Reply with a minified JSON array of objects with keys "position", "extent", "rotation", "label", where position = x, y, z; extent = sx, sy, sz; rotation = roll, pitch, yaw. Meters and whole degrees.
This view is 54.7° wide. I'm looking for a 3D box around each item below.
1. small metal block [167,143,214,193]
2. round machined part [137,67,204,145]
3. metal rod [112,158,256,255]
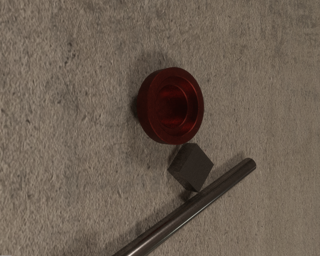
[{"position":[0.045,0.057,0.445],"extent":[0.050,0.025,0.050],"rotation":[49,61,-29],"label":"small metal block"},{"position":[0.009,-0.027,0.403],"extent":[0.099,0.042,0.097],"rotation":[0,90,-40],"label":"round machined part"},{"position":[0.048,0.115,0.447],"extent":[0.302,0.025,0.025],"rotation":[-25,106,-37],"label":"metal rod"}]
